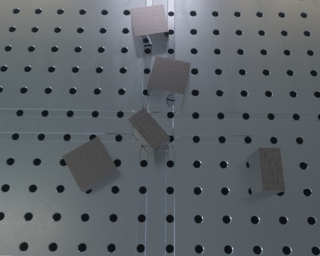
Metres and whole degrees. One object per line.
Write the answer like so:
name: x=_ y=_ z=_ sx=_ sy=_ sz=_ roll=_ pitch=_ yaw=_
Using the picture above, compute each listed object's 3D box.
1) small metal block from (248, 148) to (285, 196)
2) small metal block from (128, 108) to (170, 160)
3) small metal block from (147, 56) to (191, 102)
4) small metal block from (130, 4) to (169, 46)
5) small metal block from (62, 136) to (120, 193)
small metal block: x=0.128 y=0.055 z=0.379 sx=0.025 sy=0.050 sz=0.050 roll=1 pitch=70 yaw=0
small metal block: x=-0.013 y=0.009 z=0.395 sx=0.025 sy=0.050 sz=0.050 roll=-38 pitch=74 yaw=-12
small metal block: x=0.013 y=-0.069 z=0.437 sx=0.050 sy=0.025 sz=0.050 roll=13 pitch=71 yaw=4
small metal block: x=-0.016 y=-0.155 z=0.468 sx=0.050 sy=0.025 sz=0.050 roll=-9 pitch=70 yaw=-4
small metal block: x=-0.087 y=0.047 z=0.394 sx=0.050 sy=0.025 sz=0.050 roll=-30 pitch=73 yaw=-11
